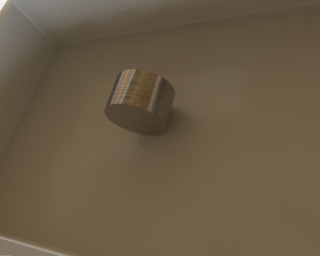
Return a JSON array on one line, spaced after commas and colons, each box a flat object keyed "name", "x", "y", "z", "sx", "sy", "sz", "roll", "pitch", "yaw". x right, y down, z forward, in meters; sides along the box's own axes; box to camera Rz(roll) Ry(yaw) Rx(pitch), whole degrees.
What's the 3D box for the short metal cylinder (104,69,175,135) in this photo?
[{"name": "short metal cylinder", "x": -0.025, "y": -0.031, "z": 0.400, "sx": 0.080, "sy": 0.080, "sz": 0.050, "roll": 2, "pitch": 63, "yaw": 29}]
